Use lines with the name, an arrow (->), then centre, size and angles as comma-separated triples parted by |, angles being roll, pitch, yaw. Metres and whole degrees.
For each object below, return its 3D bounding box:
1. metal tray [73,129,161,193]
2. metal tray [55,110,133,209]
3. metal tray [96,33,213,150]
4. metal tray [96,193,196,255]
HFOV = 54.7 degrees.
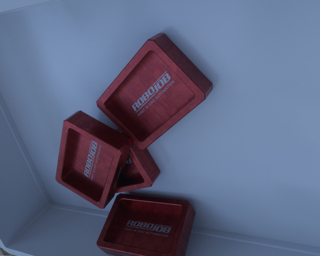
metal tray -> -0.075, 0.055, 0.476 | 0.130, 0.030, 0.090 | -18, 110, 34
metal tray -> -0.099, 0.049, 0.446 | 0.090, 0.030, 0.129 | 29, 128, 9
metal tray -> -0.011, -0.040, 0.385 | 0.090, 0.030, 0.129 | 46, 129, -4
metal tray -> -0.020, 0.150, 0.465 | 0.130, 0.090, 0.030 | -1, 139, 28
